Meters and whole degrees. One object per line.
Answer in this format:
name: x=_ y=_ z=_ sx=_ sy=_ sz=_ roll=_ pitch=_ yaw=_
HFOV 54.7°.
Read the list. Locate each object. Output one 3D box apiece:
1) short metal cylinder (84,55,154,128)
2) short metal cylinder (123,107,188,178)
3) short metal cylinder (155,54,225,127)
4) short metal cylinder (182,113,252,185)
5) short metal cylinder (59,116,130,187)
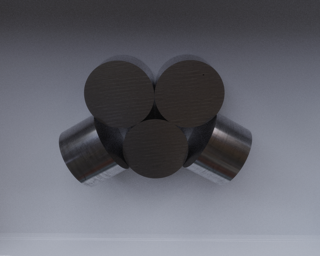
short metal cylinder: x=-0.047 y=-0.046 z=0.379 sx=0.081 sy=0.050 sz=0.079 roll=0 pitch=110 yaw=0
short metal cylinder: x=-0.005 y=0.018 z=0.403 sx=0.081 sy=0.050 sz=0.079 roll=0 pitch=110 yaw=0
short metal cylinder: x=0.034 y=-0.047 z=0.379 sx=0.081 sy=0.050 sz=0.079 roll=0 pitch=110 yaw=0
short metal cylinder: x=0.070 y=0.025 z=0.390 sx=0.050 sy=0.080 sz=0.080 roll=28 pitch=108 yaw=-10
short metal cylinder: x=-0.080 y=0.027 z=0.390 sx=0.050 sy=0.080 sz=0.080 roll=-29 pitch=108 yaw=10
